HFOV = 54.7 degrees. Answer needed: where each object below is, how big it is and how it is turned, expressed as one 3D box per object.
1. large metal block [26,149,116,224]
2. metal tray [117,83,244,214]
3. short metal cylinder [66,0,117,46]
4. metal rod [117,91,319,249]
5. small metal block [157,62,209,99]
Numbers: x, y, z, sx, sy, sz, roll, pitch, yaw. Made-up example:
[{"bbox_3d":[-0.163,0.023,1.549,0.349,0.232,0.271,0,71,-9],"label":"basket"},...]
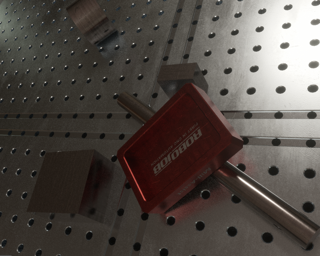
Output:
[{"bbox_3d":[-0.113,0.077,0.403,0.080,0.050,0.080,-5,59,25],"label":"large metal block"},{"bbox_3d":[0.016,0.024,0.351,0.130,0.030,0.090,-44,55,19],"label":"metal tray"},{"bbox_3d":[-0.121,-0.194,0.553,0.050,0.080,0.080,-34,52,6],"label":"short metal cylinder"},{"bbox_3d":[0.042,0.028,0.368,0.025,0.025,0.300,-49,52,-6],"label":"metal rod"},{"bbox_3d":[0.031,-0.059,0.411,0.050,0.050,0.025,1,63,28],"label":"small metal block"}]
